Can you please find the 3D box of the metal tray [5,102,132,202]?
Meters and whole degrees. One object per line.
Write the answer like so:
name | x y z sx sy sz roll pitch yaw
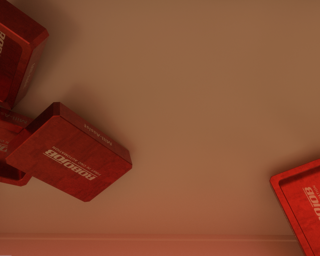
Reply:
metal tray | -0.111 0.036 0.396 0.090 0.030 0.130 -39 128 13

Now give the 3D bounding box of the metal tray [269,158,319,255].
metal tray | 0.212 0.110 0.402 0.090 0.130 0.030 -23 148 10

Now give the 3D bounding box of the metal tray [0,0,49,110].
metal tray | -0.185 -0.084 0.340 0.090 0.030 0.129 35 139 -13

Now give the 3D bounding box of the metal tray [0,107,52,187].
metal tray | -0.209 0.019 0.382 0.131 0.030 0.090 26 111 -40
